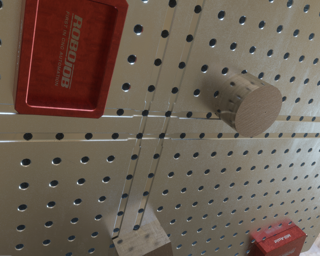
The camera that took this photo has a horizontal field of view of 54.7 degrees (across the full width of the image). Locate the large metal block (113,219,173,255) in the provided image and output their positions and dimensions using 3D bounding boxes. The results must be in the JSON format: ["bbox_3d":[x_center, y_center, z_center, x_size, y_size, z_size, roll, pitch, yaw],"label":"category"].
[{"bbox_3d":[-0.025,0.211,0.514,0.081,0.050,0.079,-20,127,-17],"label":"large metal block"}]

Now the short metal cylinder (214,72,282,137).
[{"bbox_3d":[0.126,-0.034,0.446,0.081,0.050,0.079,-14,125,-21],"label":"short metal cylinder"}]

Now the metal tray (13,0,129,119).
[{"bbox_3d":[-0.092,-0.075,0.311,0.091,0.030,0.129,3,117,-30],"label":"metal tray"}]

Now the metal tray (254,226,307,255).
[{"bbox_3d":[0.290,0.300,0.757,0.131,0.030,0.089,-14,124,-21],"label":"metal tray"}]
